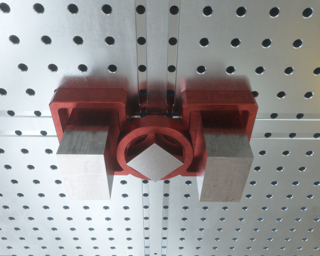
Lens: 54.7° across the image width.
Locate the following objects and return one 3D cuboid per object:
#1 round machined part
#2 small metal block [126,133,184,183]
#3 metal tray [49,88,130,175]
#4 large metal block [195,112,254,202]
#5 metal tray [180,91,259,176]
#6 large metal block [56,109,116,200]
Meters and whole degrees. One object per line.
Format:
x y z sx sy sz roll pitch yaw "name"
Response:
-0.007 0.022 0.407 0.099 0.042 0.097 0 130 0 "round machined part"
-0.006 0.036 0.389 0.050 0.025 0.050 37 121 -27 "small metal block"
-0.086 0.010 0.414 0.091 0.030 0.129 0 130 -1 "metal tray"
0.075 0.036 0.389 0.050 0.080 0.079 1 130 -1 "large metal block"
0.072 0.012 0.418 0.091 0.030 0.129 0 130 0 "metal tray"
-0.086 0.033 0.385 0.050 0.080 0.079 1 130 -1 "large metal block"
